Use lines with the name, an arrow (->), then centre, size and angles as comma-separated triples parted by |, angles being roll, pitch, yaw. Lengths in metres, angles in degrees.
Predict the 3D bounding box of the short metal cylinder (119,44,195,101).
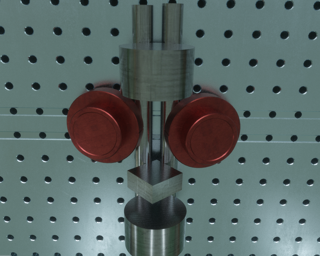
short metal cylinder -> -0.003, -0.064, 0.337 | 0.081, 0.080, 0.050 | 1, 110, -1

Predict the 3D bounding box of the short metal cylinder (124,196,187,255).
short metal cylinder -> -0.006, 0.128, 0.408 | 0.081, 0.080, 0.050 | 1, 110, -1

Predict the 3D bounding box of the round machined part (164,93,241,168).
round machined part -> 0.058, 0.008, 0.393 | 0.099, 0.042, 0.097 | -6, 111, -14

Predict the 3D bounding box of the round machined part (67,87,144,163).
round machined part -> -0.074, 0.001, 0.391 | 0.098, 0.042, 0.097 | 5, 111, 13

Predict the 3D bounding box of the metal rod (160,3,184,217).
metal rod -> 0.013, -0.005, 0.411 | 0.025, 0.025, 0.298 | 1, 110, 0

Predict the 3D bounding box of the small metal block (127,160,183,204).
small metal block -> -0.007, 0.067, 0.400 | 0.050, 0.050, 0.025 | -16, 116, -39

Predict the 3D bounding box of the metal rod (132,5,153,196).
metal rod -> -0.022, -0.003, 0.411 | 0.025, 0.025, 0.298 | 1, 110, 0
